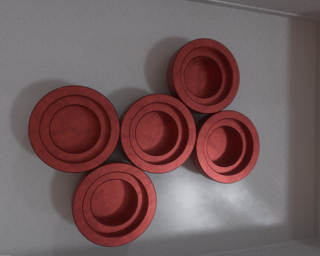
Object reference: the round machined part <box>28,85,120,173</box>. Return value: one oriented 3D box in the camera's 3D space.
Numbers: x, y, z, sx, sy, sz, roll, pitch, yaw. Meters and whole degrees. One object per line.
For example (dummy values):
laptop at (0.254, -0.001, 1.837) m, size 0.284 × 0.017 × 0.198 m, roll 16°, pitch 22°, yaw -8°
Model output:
round machined part at (-0.100, 0.001, 0.362) m, size 0.099 × 0.042 × 0.097 m, roll 0°, pitch 90°, yaw -20°

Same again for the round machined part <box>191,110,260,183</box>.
round machined part at (0.085, 0.025, 0.430) m, size 0.099 × 0.042 × 0.097 m, roll 0°, pitch 90°, yaw -20°

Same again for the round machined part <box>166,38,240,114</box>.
round machined part at (0.054, -0.067, 0.419) m, size 0.099 × 0.042 × 0.097 m, roll 0°, pitch 90°, yaw -20°

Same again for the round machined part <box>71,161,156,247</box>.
round machined part at (-0.057, 0.088, 0.377) m, size 0.099 × 0.042 × 0.097 m, roll 0°, pitch 90°, yaw -20°

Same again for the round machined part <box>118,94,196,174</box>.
round machined part at (-0.007, 0.007, 0.395) m, size 0.099 × 0.042 × 0.097 m, roll 0°, pitch 90°, yaw -20°
